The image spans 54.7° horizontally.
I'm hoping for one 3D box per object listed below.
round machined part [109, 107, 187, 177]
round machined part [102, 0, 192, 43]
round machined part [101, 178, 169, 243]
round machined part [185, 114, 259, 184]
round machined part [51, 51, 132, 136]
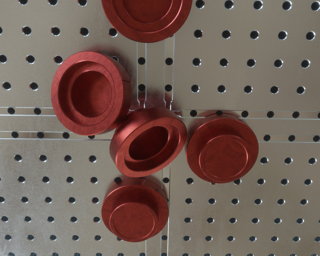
[{"bbox_3d":[-0.018,0.013,0.393,0.099,0.042,0.097,-21,138,-20],"label":"round machined part"},{"bbox_3d":[-0.014,-0.148,0.350,0.099,0.042,0.097,0,110,-1],"label":"round machined part"},{"bbox_3d":[-0.036,0.126,0.450,0.099,0.042,0.097,0,110,-1],"label":"round machined part"},{"bbox_3d":[0.085,0.033,0.418,0.099,0.042,0.097,0,110,-1],"label":"round machined part"},{"bbox_3d":[-0.078,-0.041,0.375,0.098,0.042,0.097,1,92,20],"label":"round machined part"}]
